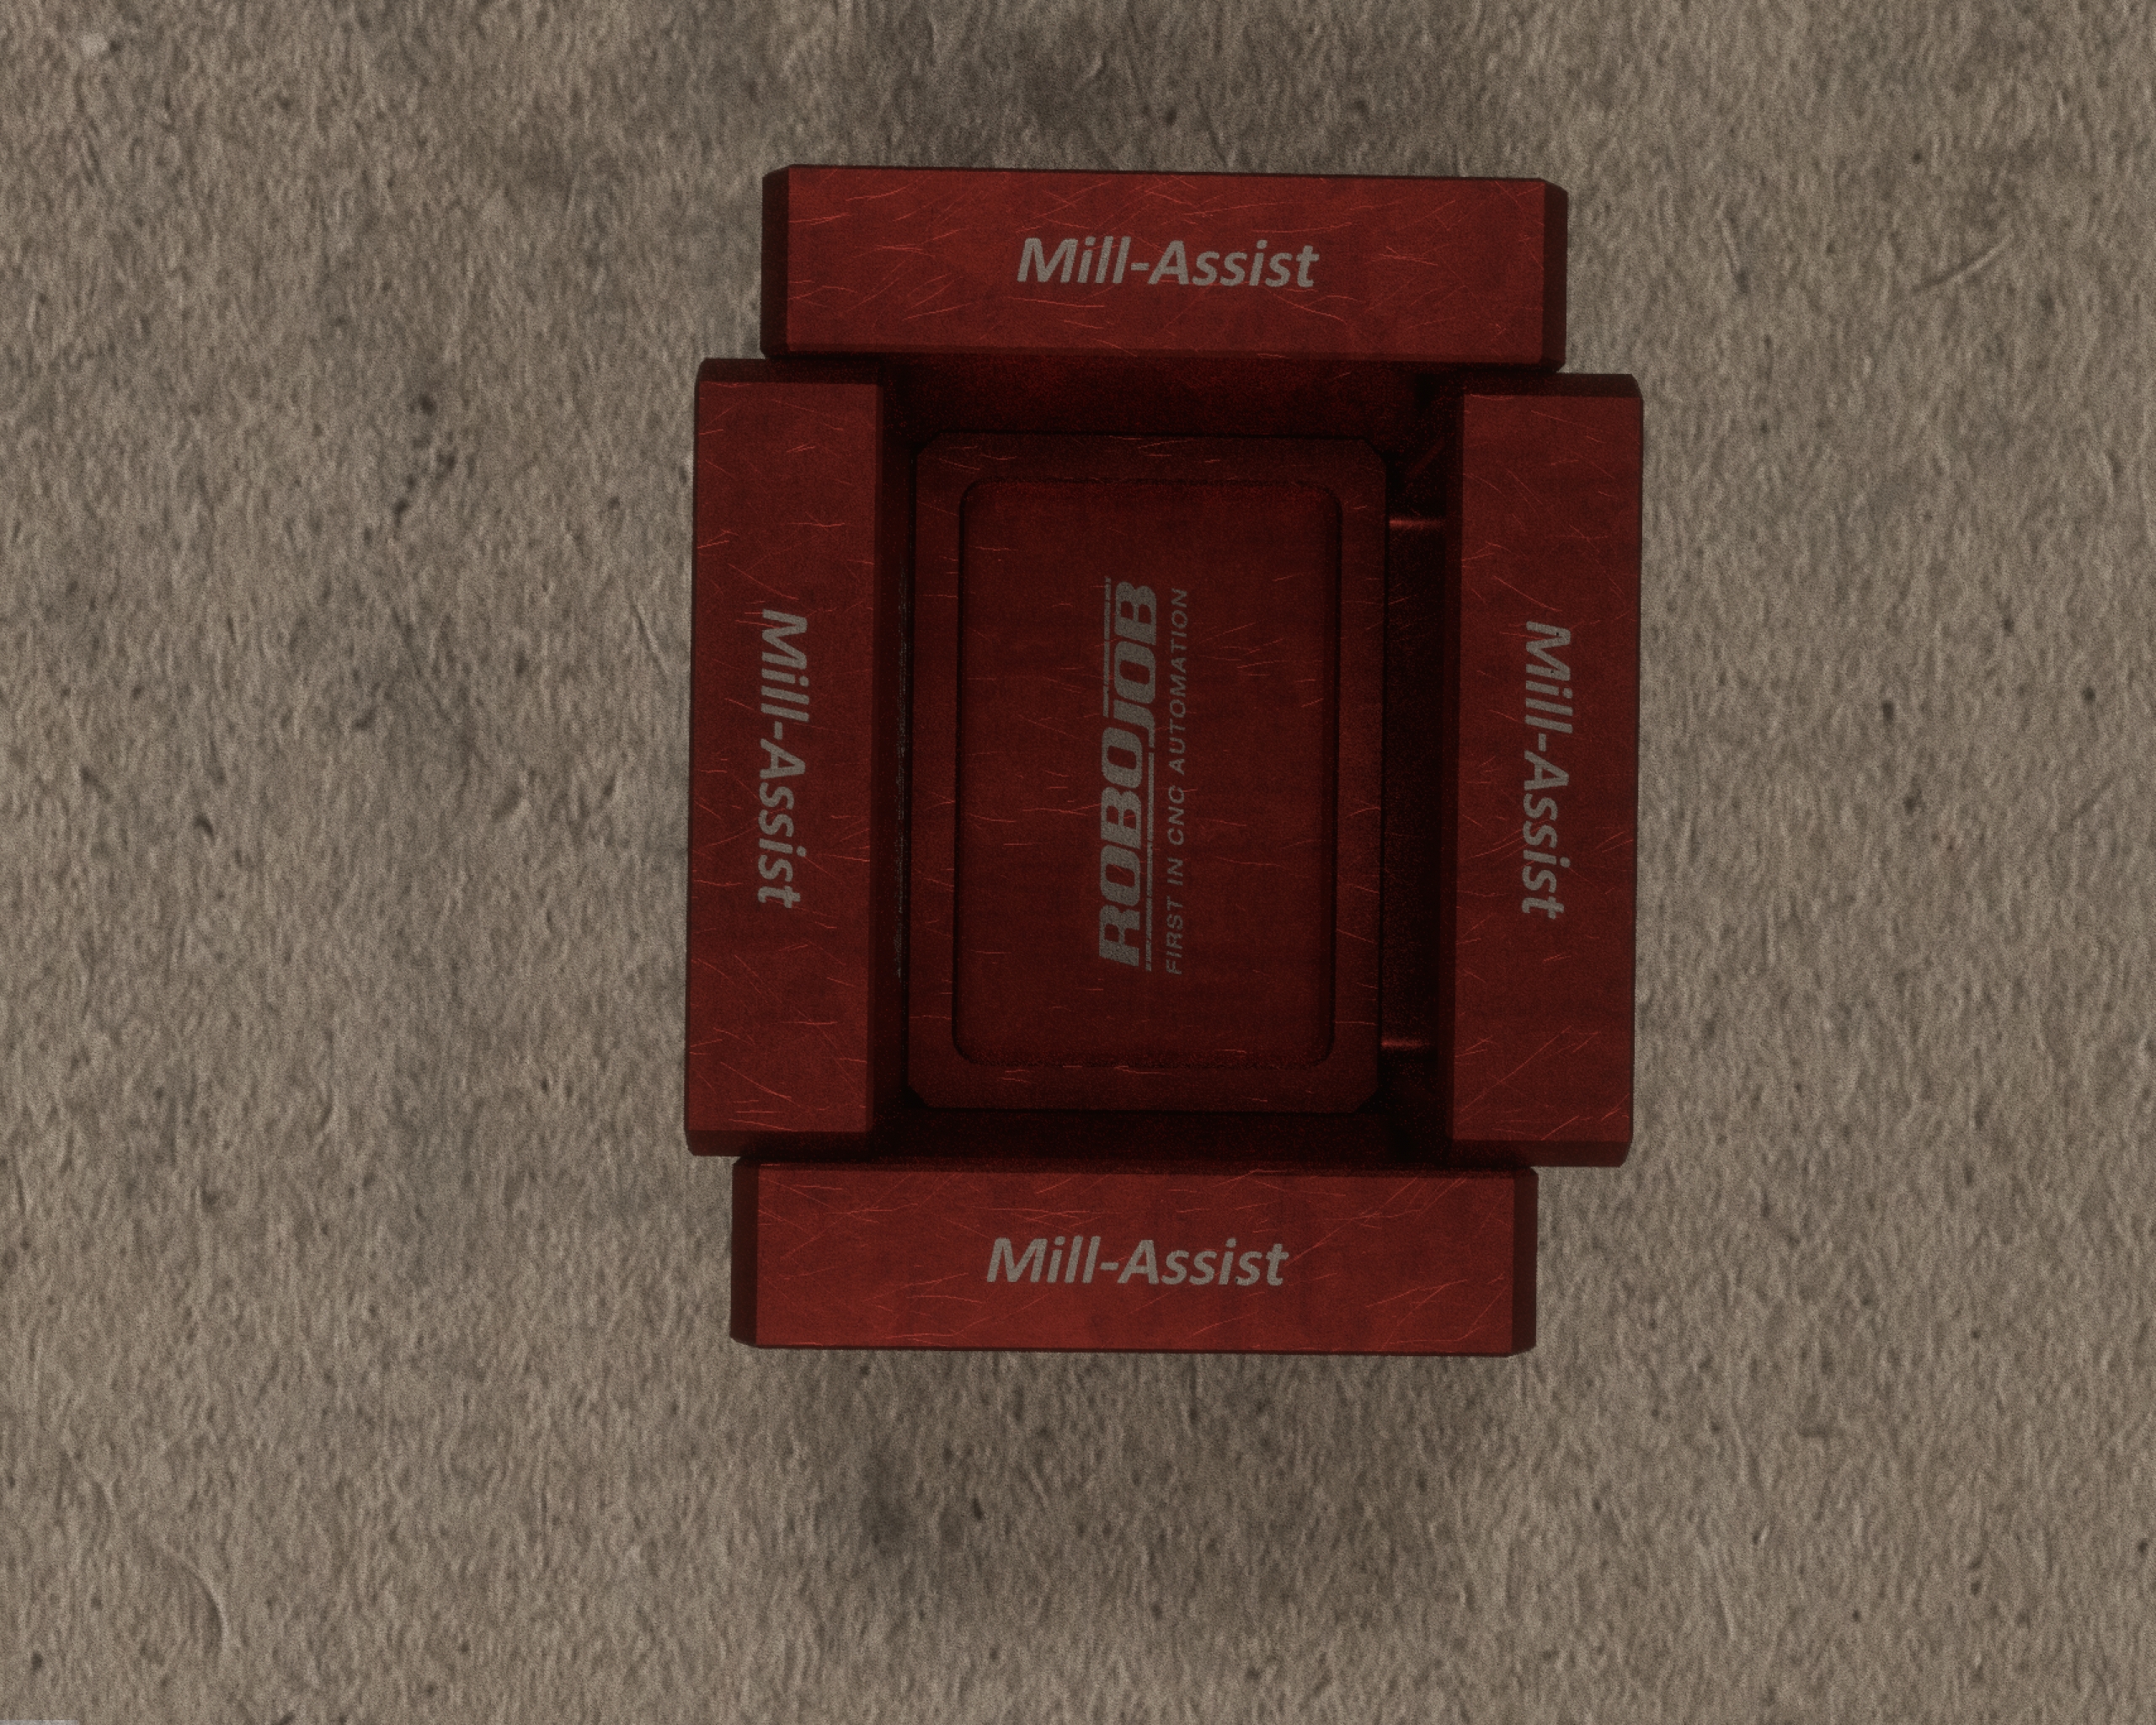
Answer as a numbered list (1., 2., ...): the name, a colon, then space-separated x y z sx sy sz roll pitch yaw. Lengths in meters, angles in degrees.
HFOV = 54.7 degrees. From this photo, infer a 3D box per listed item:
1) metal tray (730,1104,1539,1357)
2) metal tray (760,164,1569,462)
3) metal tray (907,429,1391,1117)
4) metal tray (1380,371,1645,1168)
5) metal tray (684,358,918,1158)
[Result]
1. metal tray: 0.009 0.063 0.378 0.131 0.090 0.030 1 90 -1
2. metal tray: 0.014 -0.096 0.378 0.131 0.090 0.030 1 90 -1
3. metal tray: 0.013 -0.017 0.409 0.091 0.030 0.129 1 90 -1
4. metal tray: 0.075 -0.015 0.379 0.030 0.090 0.129 1 90 0
5. metal tray: -0.047 -0.017 0.377 0.030 0.090 0.129 1 90 0
